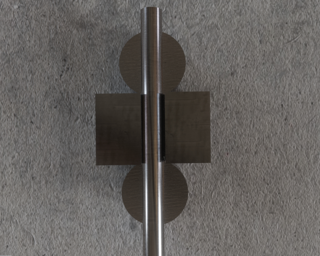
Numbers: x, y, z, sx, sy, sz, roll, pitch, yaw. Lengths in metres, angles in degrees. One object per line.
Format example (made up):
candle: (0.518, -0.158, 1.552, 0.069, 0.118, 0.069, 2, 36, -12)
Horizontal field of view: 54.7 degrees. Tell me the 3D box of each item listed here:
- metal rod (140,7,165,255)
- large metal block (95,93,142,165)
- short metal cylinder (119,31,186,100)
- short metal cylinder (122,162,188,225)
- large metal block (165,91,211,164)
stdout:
metal rod: (-0.009, 0.013, 0.361, 0.025, 0.025, 0.298, -1, 90, 0)
large metal block: (-0.046, 0.001, 0.383, 0.050, 0.080, 0.080, -1, 90, 0)
short metal cylinder: (-0.009, -0.078, 0.398, 0.081, 0.050, 0.080, 0, 90, 0)
short metal cylinder: (-0.006, 0.078, 0.399, 0.081, 0.050, 0.080, 0, 90, 0)
large metal block: (0.031, -0.001, 0.384, 0.050, 0.080, 0.080, -1, 90, 0)
